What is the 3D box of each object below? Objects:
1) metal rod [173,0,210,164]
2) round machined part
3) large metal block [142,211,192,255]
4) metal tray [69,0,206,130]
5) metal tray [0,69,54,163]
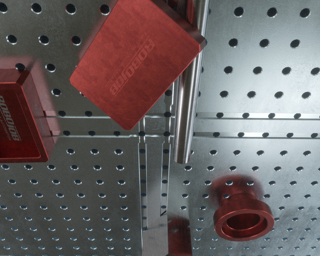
[{"bbox_3d":[0.035,-0.071,0.352,0.025,0.025,0.298,1,130,-1],"label":"metal rod"},{"bbox_3d":[0.141,0.150,0.531,0.099,0.042,0.097,-1,130,0],"label":"round machined part"},{"bbox_3d":[0.011,0.210,0.555,0.050,0.080,0.080,28,125,-22],"label":"large metal block"},{"bbox_3d":[-0.027,-0.069,0.328,0.090,0.030,0.129,41,121,-4],"label":"metal tray"},{"bbox_3d":[-0.198,-0.010,0.396,0.091,0.030,0.129,-1,130,0],"label":"metal tray"}]
